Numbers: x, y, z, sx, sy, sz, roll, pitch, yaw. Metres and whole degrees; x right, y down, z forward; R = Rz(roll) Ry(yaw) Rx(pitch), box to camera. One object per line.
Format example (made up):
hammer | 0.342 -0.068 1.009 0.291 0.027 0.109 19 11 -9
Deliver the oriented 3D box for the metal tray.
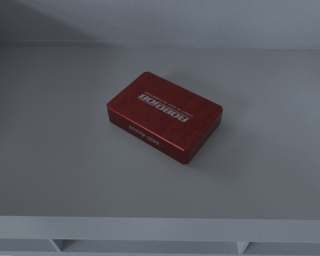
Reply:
metal tray | 0.006 -0.019 0.418 0.130 0.030 0.090 29 56 22
